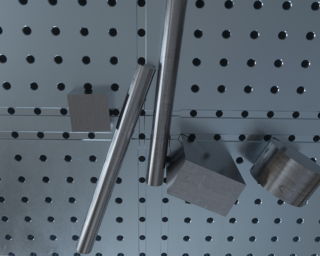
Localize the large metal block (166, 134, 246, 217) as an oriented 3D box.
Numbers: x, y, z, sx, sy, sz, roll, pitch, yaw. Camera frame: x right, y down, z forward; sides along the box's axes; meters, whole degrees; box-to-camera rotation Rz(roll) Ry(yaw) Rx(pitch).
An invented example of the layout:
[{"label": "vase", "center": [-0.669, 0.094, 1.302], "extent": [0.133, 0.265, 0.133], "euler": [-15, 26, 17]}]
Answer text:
[{"label": "large metal block", "center": [0.055, 0.060, 0.407], "extent": [0.080, 0.080, 0.050], "euler": [23, 108, -9]}]

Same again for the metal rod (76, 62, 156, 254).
[{"label": "metal rod", "center": [-0.067, 0.054, 0.432], "extent": [0.025, 0.025, 0.298], "euler": [19, 109, -7]}]

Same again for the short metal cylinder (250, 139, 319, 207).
[{"label": "short metal cylinder", "center": [0.167, 0.058, 0.408], "extent": [0.080, 0.080, 0.050], "euler": [26, 108, -10]}]

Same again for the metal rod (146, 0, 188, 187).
[{"label": "metal rod", "center": [0.009, -0.062, 0.390], "extent": [0.025, 0.025, 0.298], "euler": [6, 110, -3]}]

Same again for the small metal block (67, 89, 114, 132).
[{"label": "small metal block", "center": [-0.089, -0.023, 0.404], "extent": [0.050, 0.025, 0.050], "euler": [-2, 110, 0]}]
